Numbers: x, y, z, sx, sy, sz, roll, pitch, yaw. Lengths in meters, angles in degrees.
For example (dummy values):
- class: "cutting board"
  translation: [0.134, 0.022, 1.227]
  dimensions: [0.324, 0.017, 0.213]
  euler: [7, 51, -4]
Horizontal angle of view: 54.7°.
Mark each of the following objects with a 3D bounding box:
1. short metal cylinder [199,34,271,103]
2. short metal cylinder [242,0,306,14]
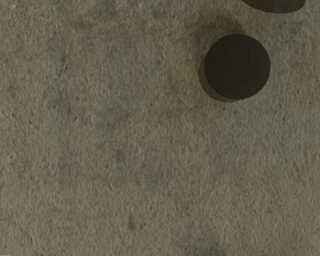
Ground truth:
- class: "short metal cylinder"
  translation: [0.093, -0.074, 0.399]
  dimensions: [0.081, 0.050, 0.079]
  euler: [0, 90, -1]
- class: "short metal cylinder"
  translation: [0.145, -0.185, 0.384]
  dimensions: [0.080, 0.080, 0.050]
  euler: [17, 90, -1]
